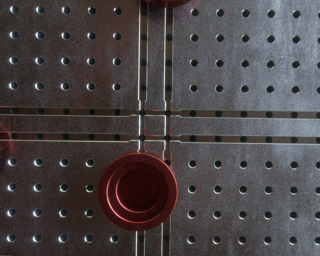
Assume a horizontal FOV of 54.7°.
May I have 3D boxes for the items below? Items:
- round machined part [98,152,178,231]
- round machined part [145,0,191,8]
[{"bbox_3d":[-0.027,0.079,0.405,0.099,0.042,0.097,0,90,-1],"label":"round machined part"},{"bbox_3d":[0.010,-0.205,0.405,0.099,0.042,0.097,0,90,-1],"label":"round machined part"}]
